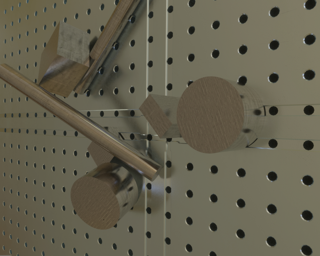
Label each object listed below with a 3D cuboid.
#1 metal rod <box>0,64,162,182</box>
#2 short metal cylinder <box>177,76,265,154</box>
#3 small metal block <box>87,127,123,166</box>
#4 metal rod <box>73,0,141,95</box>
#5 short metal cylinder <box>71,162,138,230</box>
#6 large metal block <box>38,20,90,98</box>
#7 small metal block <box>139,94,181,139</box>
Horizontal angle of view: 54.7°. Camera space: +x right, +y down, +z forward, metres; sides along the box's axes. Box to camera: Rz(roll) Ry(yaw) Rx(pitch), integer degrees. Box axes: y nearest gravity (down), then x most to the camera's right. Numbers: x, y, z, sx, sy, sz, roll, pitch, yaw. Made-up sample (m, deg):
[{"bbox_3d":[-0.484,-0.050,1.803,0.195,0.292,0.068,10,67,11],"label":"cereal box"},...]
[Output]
[{"bbox_3d":[-0.127,-0.015,0.454,0.300,0.025,0.025,32,111,15],"label":"metal rod"},{"bbox_3d":[0.065,-0.014,0.339,0.080,0.050,0.080,0,90,40],"label":"short metal cylinder"},{"bbox_3d":[-0.080,0.033,0.476,0.050,0.025,0.050,-52,60,27],"label":"small metal block"},{"bbox_3d":[-0.055,-0.168,0.454,0.298,0.025,0.025,-51,60,27],"label":"metal rod"},{"bbox_3d":[-0.079,0.096,0.441,0.080,0.050,0.079,8,109,23],"label":"short metal cylinder"},{"bbox_3d":[-0.156,-0.110,0.501,0.080,0.050,0.080,-41,44,37],"label":"large metal block"},{"bbox_3d":[0.010,-0.014,0.385,0.025,0.050,0.050,-51,60,28],"label":"small metal block"}]
